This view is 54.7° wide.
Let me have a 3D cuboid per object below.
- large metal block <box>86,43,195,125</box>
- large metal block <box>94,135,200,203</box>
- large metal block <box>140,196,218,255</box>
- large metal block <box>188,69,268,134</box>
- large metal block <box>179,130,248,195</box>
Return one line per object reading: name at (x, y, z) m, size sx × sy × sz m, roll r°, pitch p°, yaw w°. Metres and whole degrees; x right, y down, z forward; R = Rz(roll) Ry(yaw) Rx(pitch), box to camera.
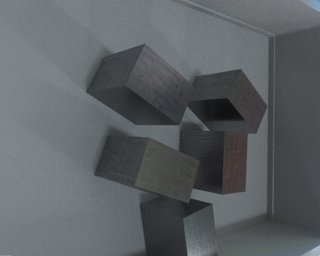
large metal block at (-0.022, -0.044, 0.354) m, size 0.080 × 0.080 × 0.050 m, roll 35°, pitch 69°, yaw -35°
large metal block at (-0.015, 0.047, 0.360) m, size 0.080 × 0.080 × 0.050 m, roll 27°, pitch 73°, yaw -37°
large metal block at (0.024, 0.135, 0.393) m, size 0.050 × 0.080 × 0.079 m, roll -12°, pitch 98°, yaw -40°
large metal block at (0.096, -0.035, 0.454) m, size 0.080 × 0.080 × 0.050 m, roll 43°, pitch 64°, yaw -32°
large metal block at (0.073, 0.045, 0.434) m, size 0.050 × 0.080 × 0.080 m, roll 5°, pitch 87°, yaw -40°
